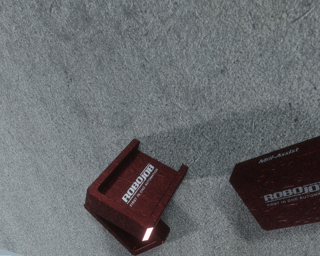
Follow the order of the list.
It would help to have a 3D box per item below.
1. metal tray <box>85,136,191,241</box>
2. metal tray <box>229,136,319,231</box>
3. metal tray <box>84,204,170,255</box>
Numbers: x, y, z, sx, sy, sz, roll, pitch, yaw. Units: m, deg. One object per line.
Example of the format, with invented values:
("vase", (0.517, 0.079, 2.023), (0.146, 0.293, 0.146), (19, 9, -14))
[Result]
("metal tray", (-0.025, 0.072, 0.413), (0.090, 0.131, 0.030), (28, 130, 11))
("metal tray", (0.160, 0.067, 0.361), (0.130, 0.030, 0.090), (-27, 104, 37))
("metal tray", (-0.058, 0.153, 0.528), (0.130, 0.030, 0.090), (46, 129, -5))
